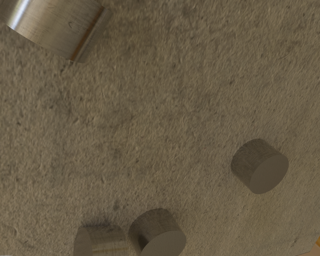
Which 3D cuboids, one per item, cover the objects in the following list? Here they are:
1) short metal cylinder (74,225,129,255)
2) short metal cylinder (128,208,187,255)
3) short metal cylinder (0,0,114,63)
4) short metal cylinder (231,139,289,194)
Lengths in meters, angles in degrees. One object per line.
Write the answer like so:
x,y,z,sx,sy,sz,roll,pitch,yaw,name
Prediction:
-0.085,0.180,0.438,0.050,0.080,0.079,7,115,-32,short metal cylinder
-0.005,0.178,0.500,0.081,0.050,0.079,-14,125,-21,short metal cylinder
-0.087,-0.098,0.263,0.080,0.080,0.050,24,105,-37,short metal cylinder
0.169,0.065,0.526,0.081,0.050,0.079,-14,125,-21,short metal cylinder
